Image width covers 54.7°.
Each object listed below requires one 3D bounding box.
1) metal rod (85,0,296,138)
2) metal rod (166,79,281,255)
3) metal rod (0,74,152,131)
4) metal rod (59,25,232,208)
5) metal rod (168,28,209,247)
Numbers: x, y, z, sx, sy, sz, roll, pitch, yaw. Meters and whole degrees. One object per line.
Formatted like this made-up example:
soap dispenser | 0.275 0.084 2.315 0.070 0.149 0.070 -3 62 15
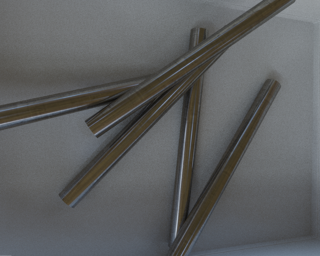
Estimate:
metal rod | 0.042 -0.084 0.377 0.301 0.025 0.025 -35 102 -7
metal rod | 0.095 0.051 0.431 0.025 0.025 0.300 39 71 -16
metal rod | -0.118 -0.024 0.339 0.302 0.025 0.025 -17 96 -30
metal rod | -0.009 -0.020 0.391 0.300 0.025 0.025 -46 105 -8
metal rod | 0.039 0.013 0.426 0.025 0.025 0.298 7 88 -20
